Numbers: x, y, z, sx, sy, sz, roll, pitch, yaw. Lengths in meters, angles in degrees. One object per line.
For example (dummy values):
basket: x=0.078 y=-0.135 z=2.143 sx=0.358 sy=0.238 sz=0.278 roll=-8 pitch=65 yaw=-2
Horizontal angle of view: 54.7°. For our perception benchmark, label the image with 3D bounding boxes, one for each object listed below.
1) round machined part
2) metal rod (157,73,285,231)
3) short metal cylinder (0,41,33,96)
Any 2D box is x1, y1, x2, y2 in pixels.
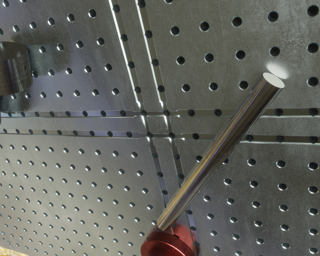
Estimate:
round machined part: x=0.009 y=0.233 z=0.540 sx=0.098 sy=0.042 sz=0.097 roll=13 pitch=124 yaw=21
metal rod: x=0.062 y=0.053 z=0.411 sx=0.025 sy=0.025 sz=0.298 roll=33 pitch=129 yaw=6
short metal cylinder: x=-0.229 y=-0.087 z=0.443 sx=0.080 sy=0.080 sz=0.050 roll=17 pitch=125 yaw=18
